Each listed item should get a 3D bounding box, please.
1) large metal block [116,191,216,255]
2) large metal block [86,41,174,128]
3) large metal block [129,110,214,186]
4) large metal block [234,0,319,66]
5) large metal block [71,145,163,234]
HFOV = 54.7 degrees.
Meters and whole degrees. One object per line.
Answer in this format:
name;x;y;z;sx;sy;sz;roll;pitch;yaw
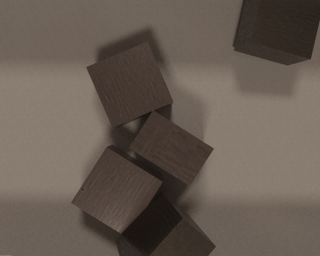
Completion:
large metal block;0.002;0.128;0.342;0.050;0.080;0.080;44;85;-16
large metal block;-0.036;-0.053;0.398;0.080;0.050;0.080;-23;90;-1
large metal block;0.013;0.022;0.384;0.080;0.080;0.050;32;90;-1
large metal block;0.150;-0.132;0.395;0.081;0.050;0.080;13;90;-10
large metal block;-0.052;0.078;0.398;0.080;0.050;0.080;32;90;-1
